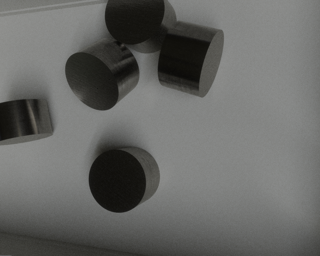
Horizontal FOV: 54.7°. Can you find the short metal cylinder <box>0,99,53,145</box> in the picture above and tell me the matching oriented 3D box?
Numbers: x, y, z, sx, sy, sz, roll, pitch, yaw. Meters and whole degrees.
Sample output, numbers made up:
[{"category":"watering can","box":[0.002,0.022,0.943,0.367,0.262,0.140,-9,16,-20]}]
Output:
[{"category":"short metal cylinder","box":[-0.203,-0.007,0.451,0.080,0.080,0.050,-14,86,19]}]

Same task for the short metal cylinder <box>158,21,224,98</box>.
[{"category":"short metal cylinder","box":[0.038,-0.081,0.367,0.050,0.080,0.080,19,96,19]}]

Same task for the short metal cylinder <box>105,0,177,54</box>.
[{"category":"short metal cylinder","box":[-0.024,-0.143,0.405,0.080,0.050,0.079,0,90,19]}]

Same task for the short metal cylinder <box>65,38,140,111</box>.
[{"category":"short metal cylinder","box":[-0.074,-0.070,0.403,0.080,0.050,0.079,17,131,21]}]

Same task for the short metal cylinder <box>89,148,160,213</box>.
[{"category":"short metal cylinder","box":[-0.046,0.067,0.413,0.080,0.050,0.079,0,90,19]}]
